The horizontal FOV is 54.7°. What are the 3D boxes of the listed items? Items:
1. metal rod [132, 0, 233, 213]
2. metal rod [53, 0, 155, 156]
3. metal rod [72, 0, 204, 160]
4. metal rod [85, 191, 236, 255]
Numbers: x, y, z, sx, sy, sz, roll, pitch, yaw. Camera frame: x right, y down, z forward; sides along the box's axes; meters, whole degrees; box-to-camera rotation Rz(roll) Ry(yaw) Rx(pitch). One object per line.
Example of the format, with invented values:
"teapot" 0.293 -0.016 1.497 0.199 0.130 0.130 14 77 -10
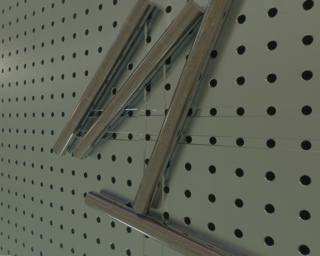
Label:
"metal rod" 0.024 -0.024 0.388 0.025 0.025 0.298 32 110 35
"metal rod" -0.099 -0.066 0.487 0.025 0.025 0.298 52 120 27
"metal rod" -0.045 -0.051 0.443 0.299 0.025 0.025 -46 63 29
"metal rod" 0.004 0.137 0.404 0.300 0.025 0.025 12 98 39
